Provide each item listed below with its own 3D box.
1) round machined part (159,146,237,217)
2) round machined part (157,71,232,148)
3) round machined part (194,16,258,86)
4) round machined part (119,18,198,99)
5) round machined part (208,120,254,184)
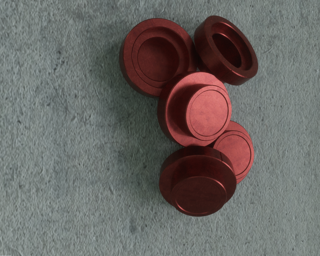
[{"bbox_3d":[0.048,0.074,0.393,0.099,0.042,0.097,1,122,2],"label":"round machined part"},{"bbox_3d":[0.050,-0.021,0.385,0.099,0.042,0.097,-6,104,-27],"label":"round machined part"},{"bbox_3d":[0.083,-0.099,0.418,0.099,0.042,0.098,20,54,-29],"label":"round machined part"},{"bbox_3d":[-0.005,-0.087,0.400,0.099,0.042,0.097,0,90,-21],"label":"round machined part"},{"bbox_3d":[0.092,0.037,0.437,0.099,0.042,0.097,0,90,-21],"label":"round machined part"}]
